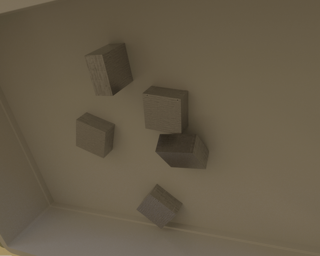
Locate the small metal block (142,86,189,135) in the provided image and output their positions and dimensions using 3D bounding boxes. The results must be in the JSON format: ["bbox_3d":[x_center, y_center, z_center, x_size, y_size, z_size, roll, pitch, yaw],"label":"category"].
[{"bbox_3d":[0.008,-0.023,0.391,0.050,0.025,0.050,11,123,22],"label":"small metal block"}]

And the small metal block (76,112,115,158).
[{"bbox_3d":[-0.098,0.011,0.467,0.050,0.025,0.050,22,127,15],"label":"small metal block"}]

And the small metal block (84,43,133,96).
[{"bbox_3d":[-0.061,-0.072,0.380,0.025,0.050,0.050,4,120,26],"label":"small metal block"}]

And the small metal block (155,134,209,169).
[{"bbox_3d":[0.030,0.031,0.397,0.050,0.025,0.050,0,151,28],"label":"small metal block"}]

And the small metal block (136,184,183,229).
[{"bbox_3d":[-0.001,0.123,0.486,0.050,0.025,0.050,38,129,2],"label":"small metal block"}]
